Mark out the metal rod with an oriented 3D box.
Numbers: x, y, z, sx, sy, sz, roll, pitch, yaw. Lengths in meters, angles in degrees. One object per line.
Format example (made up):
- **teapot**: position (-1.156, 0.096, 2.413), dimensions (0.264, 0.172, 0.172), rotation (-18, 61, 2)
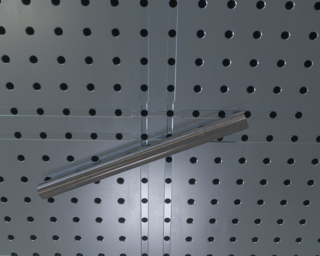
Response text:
- **metal rod**: position (-0.028, 0.040, 0.427), dimensions (0.301, 0.025, 0.025), rotation (-20, 109, 7)
